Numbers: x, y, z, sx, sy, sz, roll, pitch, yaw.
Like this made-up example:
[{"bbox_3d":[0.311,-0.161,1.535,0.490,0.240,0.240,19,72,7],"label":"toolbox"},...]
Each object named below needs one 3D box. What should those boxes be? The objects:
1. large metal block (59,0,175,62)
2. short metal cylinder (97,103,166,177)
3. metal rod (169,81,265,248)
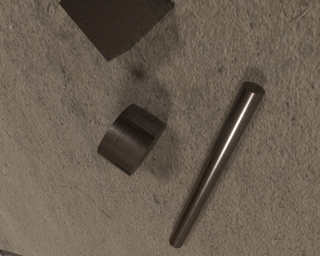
[{"bbox_3d":[-0.046,-0.132,0.332,0.080,0.050,0.080,-33,100,38],"label":"large metal block"},{"bbox_3d":[-0.035,0.015,0.398,0.050,0.080,0.079,35,129,4],"label":"short metal cylinder"},{"bbox_3d":[0.063,0.071,0.416,0.025,0.025,0.298,26,128,11],"label":"metal rod"}]
